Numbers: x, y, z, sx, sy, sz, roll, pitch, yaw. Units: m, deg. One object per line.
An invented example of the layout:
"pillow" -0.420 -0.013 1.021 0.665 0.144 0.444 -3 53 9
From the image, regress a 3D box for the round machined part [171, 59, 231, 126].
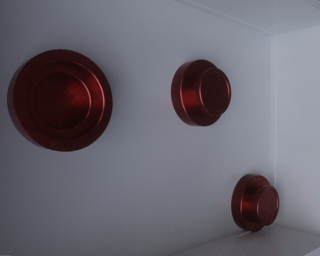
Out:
"round machined part" 0.066 -0.051 0.451 0.099 0.042 0.097 0 90 -40

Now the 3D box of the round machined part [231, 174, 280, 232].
"round machined part" 0.171 0.132 0.539 0.099 0.042 0.097 0 90 -40

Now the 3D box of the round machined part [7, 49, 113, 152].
"round machined part" -0.101 -0.026 0.311 0.099 0.042 0.097 0 90 -40
